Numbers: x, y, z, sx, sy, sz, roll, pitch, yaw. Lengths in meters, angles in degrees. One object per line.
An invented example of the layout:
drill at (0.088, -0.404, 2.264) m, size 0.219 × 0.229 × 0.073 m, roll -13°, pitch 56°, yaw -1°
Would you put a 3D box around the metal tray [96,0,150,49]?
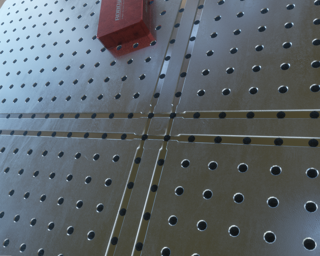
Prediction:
metal tray at (-0.065, -0.214, 0.571) m, size 0.090 × 0.030 × 0.130 m, roll -14°, pitch 56°, yaw 20°
